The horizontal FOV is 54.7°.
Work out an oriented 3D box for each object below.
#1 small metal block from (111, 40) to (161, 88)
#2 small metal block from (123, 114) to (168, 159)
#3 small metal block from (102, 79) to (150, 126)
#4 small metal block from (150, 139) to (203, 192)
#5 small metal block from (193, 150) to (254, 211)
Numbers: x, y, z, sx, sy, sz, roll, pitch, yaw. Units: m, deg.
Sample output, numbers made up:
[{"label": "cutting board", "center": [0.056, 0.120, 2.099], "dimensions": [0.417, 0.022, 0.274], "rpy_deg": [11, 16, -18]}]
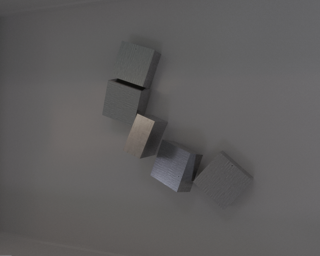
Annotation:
[{"label": "small metal block", "center": [-0.033, -0.086, 0.422], "dimensions": [0.050, 0.025, 0.050], "rpy_deg": [21, 97, 18]}, {"label": "small metal block", "center": [-0.018, 0.010, 0.403], "dimensions": [0.025, 0.050, 0.050], "rpy_deg": [25, 98, 18]}, {"label": "small metal block", "center": [-0.047, -0.035, 0.421], "dimensions": [0.050, 0.025, 0.050], "rpy_deg": [21, 111, 18]}, {"label": "small metal block", "center": [0.020, 0.047, 0.393], "dimensions": [0.050, 0.025, 0.050], "rpy_deg": [25, 99, 44]}, {"label": "small metal block", "center": [0.078, 0.064, 0.383], "dimensions": [0.050, 0.025, 0.050], "rpy_deg": [43, 103, 14]}]
